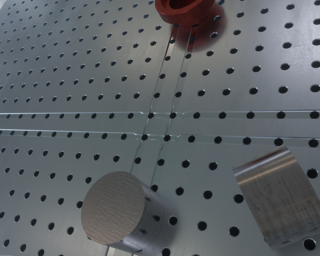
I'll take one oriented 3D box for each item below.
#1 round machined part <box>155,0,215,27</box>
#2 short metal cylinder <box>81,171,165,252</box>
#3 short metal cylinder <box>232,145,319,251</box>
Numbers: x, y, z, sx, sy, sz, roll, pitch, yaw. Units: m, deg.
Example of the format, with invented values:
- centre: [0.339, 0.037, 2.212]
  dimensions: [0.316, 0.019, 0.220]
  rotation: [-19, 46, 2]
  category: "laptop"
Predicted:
- centre: [0.045, -0.203, 0.498]
  dimensions: [0.098, 0.042, 0.098]
  rotation: [-13, 56, 21]
  category: "round machined part"
- centre: [-0.042, 0.096, 0.355]
  dimensions: [0.080, 0.050, 0.080]
  rotation: [-13, 56, 21]
  category: "short metal cylinder"
- centre: [0.106, 0.062, 0.279]
  dimensions: [0.050, 0.080, 0.080]
  rotation: [-27, 53, 12]
  category: "short metal cylinder"
